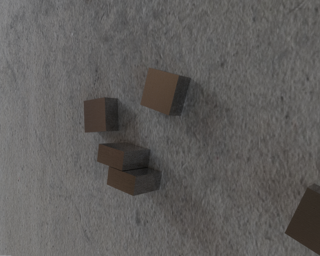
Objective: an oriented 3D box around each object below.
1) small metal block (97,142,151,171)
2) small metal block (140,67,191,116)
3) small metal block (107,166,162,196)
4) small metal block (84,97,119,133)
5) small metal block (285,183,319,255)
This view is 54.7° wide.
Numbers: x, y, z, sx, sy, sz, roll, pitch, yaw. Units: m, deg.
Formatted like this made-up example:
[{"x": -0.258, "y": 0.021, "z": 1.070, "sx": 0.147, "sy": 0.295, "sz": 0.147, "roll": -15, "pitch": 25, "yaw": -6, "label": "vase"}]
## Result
[{"x": -0.050, "y": 0.038, "z": 0.428, "sx": 0.050, "sy": 0.050, "sz": 0.025, "roll": 13, "pitch": 98, "yaw": 39, "label": "small metal block"}, {"x": 0.006, "y": -0.047, "z": 0.398, "sx": 0.050, "sy": 0.025, "sz": 0.050, "roll": 23, "pitch": 104, "yaw": 37, "label": "small metal block"}, {"x": -0.034, "y": 0.067, "z": 0.415, "sx": 0.050, "sy": 0.050, "sz": 0.025, "roll": 13, "pitch": 98, "yaw": 39, "label": "small metal block"}, {"x": -0.091, "y": -0.019, "z": 0.478, "sx": 0.050, "sy": 0.025, "sz": 0.050, "roll": -4, "pitch": 88, "yaw": 39, "label": "small metal block"}, {"x": 0.151, "y": 0.086, "z": 0.280, "sx": 0.050, "sy": 0.025, "sz": 0.050, "roll": 30, "pitch": 108, "yaw": 35, "label": "small metal block"}]
